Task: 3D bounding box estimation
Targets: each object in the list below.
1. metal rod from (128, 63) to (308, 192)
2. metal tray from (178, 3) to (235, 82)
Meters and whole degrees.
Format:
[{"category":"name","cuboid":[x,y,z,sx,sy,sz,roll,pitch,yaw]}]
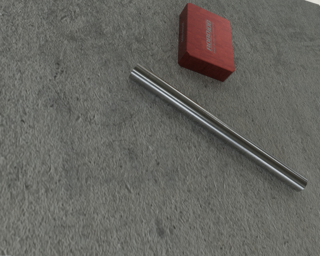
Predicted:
[{"category":"metal rod","cuboid":[0.088,0.002,0.449,0.301,0.025,0.025,34,51,-6]},{"category":"metal tray","cuboid":[0.079,-0.149,0.534,0.091,0.030,0.130,16,55,-19]}]
